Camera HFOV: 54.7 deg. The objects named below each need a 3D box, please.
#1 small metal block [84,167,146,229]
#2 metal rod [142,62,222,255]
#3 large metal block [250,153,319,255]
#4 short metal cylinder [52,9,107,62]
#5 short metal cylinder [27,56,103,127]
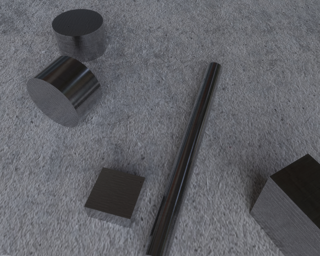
[{"bbox_3d":[-0.047,0.076,0.339,0.050,0.025,0.050,12,51,10],"label":"small metal block"},{"bbox_3d":[0.040,0.017,0.388,0.025,0.025,0.300,14,51,11],"label":"metal rod"},{"bbox_3d":[0.141,0.086,0.297,0.050,0.080,0.080,-25,55,-20],"label":"large metal block"},{"bbox_3d":[-0.132,-0.154,0.515,0.081,0.050,0.080,0,50,0],"label":"short metal cylinder"},{"bbox_3d":[-0.124,-0.047,0.405,0.080,0.080,0.050,23,54,18],"label":"short metal cylinder"}]
